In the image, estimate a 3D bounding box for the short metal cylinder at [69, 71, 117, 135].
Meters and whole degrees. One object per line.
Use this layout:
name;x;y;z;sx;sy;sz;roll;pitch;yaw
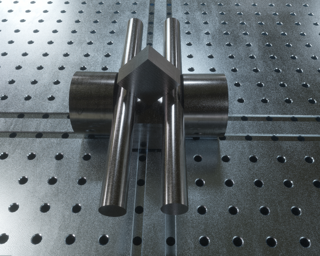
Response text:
short metal cylinder;-0.078;-0.031;0.393;0.050;0.080;0.080;1;50;1

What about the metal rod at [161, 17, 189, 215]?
metal rod;0.015;-0.042;0.374;0.025;0.025;0.300;1;50;0

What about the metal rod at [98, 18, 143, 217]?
metal rod;-0.040;-0.041;0.372;0.025;0.025;0.300;1;50;0

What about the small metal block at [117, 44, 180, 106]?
small metal block;-0.013;-0.059;0.354;0.050;0.050;0.025;-31;41;33

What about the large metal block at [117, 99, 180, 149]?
large metal block;-0.013;-0.020;0.403;0.081;0.050;0.080;1;50;0

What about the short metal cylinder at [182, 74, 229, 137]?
short metal cylinder;0.053;-0.028;0.391;0.050;0.080;0.080;0;50;1
